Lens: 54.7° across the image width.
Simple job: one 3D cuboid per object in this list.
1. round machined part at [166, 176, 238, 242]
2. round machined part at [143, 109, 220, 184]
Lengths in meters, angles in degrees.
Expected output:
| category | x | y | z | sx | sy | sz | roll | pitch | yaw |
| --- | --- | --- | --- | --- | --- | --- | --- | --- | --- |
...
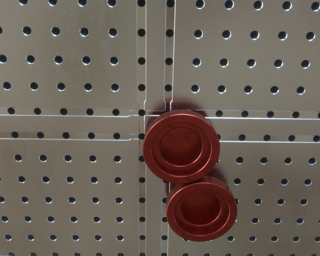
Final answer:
| category | x | y | z | sx | sy | sz | roll | pitch | yaw |
| --- | --- | --- | --- | --- | --- | --- | --- | --- | --- |
| round machined part | 0.058 | 0.111 | 0.446 | 0.099 | 0.042 | 0.097 | 0 | 110 | -1 |
| round machined part | 0.027 | 0.021 | 0.413 | 0.099 | 0.042 | 0.097 | 0 | 110 | -1 |
